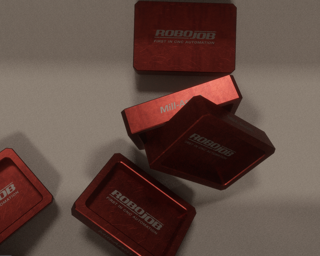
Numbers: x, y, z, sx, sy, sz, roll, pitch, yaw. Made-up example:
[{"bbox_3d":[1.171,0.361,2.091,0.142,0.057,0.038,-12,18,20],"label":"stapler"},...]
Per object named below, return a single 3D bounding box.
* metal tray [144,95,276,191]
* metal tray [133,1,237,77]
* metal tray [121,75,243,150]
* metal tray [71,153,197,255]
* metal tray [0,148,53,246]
[{"bbox_3d":[0.059,0.024,0.356,0.131,0.030,0.090,23,123,-37],"label":"metal tray"},{"bbox_3d":[0.032,-0.116,0.409,0.131,0.030,0.089,1,90,-1],"label":"metal tray"},{"bbox_3d":[0.027,-0.015,0.376,0.131,0.090,0.030,-18,74,-1],"label":"metal tray"},{"bbox_3d":[-0.030,0.103,0.384,0.130,0.030,0.090,36,53,0],"label":"metal tray"},{"bbox_3d":[-0.212,0.098,0.381,0.131,0.030,0.090,-40,89,-23],"label":"metal tray"}]
